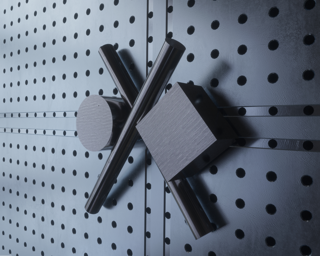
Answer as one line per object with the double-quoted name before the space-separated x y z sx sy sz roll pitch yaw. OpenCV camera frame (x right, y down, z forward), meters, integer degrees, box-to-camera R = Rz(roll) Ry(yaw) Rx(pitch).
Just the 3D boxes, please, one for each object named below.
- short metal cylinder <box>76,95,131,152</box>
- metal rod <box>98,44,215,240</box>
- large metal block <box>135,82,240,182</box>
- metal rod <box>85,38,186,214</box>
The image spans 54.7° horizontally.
"short metal cylinder" -0.077 -0.007 0.452 0.080 0.050 0.079 0 90 40
"metal rod" -0.015 0.003 0.416 0.025 0.025 0.299 -43 64 31
"large metal block" 0.029 0.005 0.363 0.080 0.050 0.080 -46 63 30
"metal rod" -0.046 0.018 0.415 0.025 0.025 0.298 50 128 28
